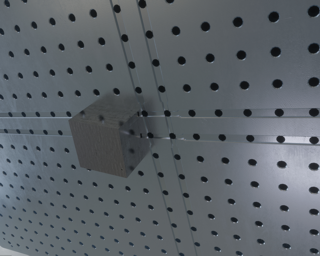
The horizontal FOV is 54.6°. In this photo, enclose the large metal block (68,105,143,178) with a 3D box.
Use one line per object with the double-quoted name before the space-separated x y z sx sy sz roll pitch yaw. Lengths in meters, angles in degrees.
"large metal block" -0.075 0.018 0.446 0.080 0.050 0.080 9 122 23
